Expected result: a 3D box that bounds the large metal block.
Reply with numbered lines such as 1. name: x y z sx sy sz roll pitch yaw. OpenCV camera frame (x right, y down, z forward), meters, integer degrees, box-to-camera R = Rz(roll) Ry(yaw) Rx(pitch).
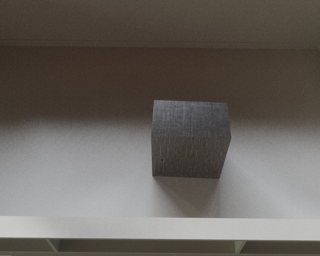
1. large metal block: 0.032 0.015 0.357 0.081 0.080 0.050 2 50 1
